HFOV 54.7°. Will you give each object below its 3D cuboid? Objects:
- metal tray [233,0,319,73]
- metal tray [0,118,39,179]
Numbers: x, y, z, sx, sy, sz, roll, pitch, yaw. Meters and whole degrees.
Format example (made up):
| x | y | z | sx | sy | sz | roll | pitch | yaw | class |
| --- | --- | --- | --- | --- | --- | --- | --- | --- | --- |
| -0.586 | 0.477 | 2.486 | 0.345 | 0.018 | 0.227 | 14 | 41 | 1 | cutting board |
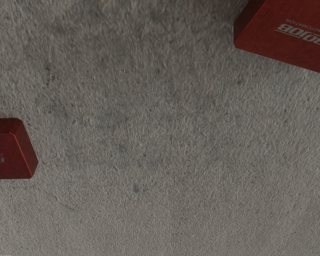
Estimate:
| x | y | z | sx | sy | sz | roll | pitch | yaw | class |
| --- | --- | --- | --- | --- | --- | --- | --- | --- | --- |
| 0.150 | -0.100 | 0.299 | 0.131 | 0.030 | 0.090 | 13 | 153 | -11 | metal tray |
| -0.248 | 0.031 | 0.427 | 0.131 | 0.030 | 0.089 | -1 | 130 | 0 | metal tray |
